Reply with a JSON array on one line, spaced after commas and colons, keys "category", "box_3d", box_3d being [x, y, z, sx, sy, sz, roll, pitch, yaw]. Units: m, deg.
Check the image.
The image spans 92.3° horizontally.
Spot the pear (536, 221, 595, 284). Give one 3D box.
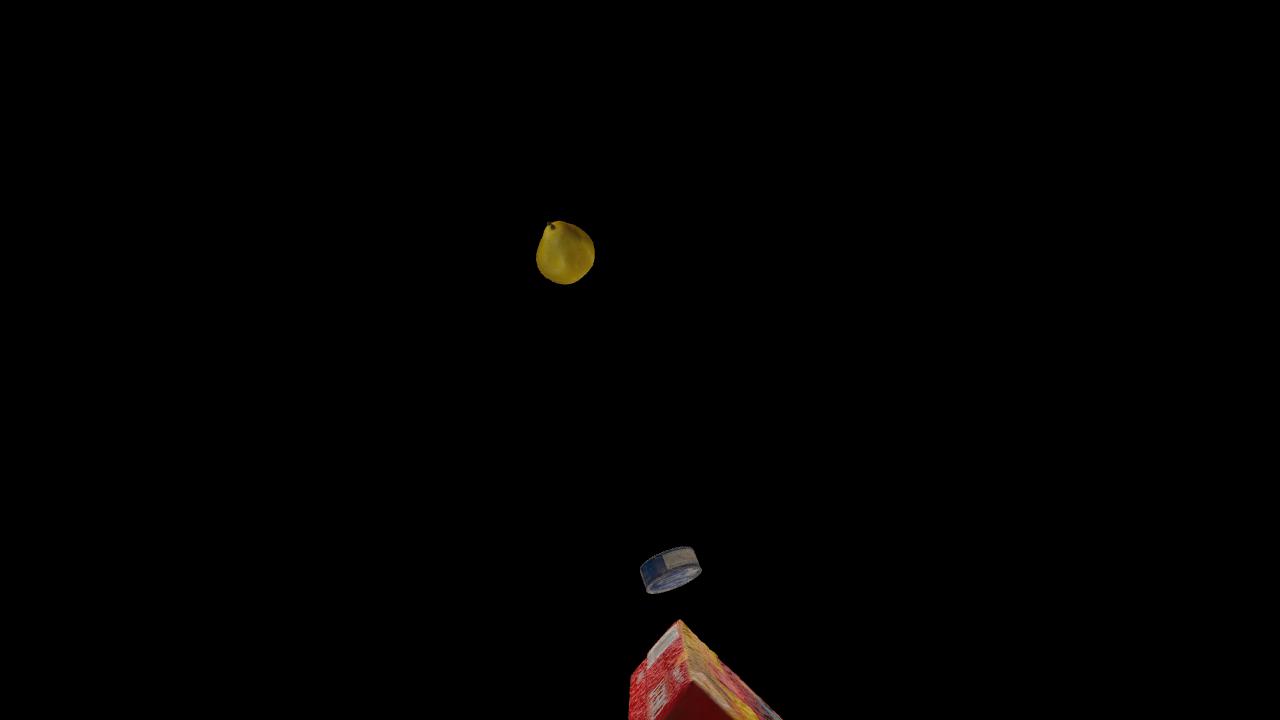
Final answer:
[{"category": "pear", "box_3d": [-0.100, -0.152, 0.791, 0.080, 0.080, 0.111, 0, -32, 3]}]

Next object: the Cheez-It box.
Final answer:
[{"category": "Cheez-It box", "box_3d": [0.092, 0.298, 0.424, 0.223, 0.071, 0.166, 41, -8, 7]}]

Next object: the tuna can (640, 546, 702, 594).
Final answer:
[{"category": "tuna can", "box_3d": [0.043, 0.297, 0.870, 0.084, 0.034, 0.084, -16, -34, -11]}]
